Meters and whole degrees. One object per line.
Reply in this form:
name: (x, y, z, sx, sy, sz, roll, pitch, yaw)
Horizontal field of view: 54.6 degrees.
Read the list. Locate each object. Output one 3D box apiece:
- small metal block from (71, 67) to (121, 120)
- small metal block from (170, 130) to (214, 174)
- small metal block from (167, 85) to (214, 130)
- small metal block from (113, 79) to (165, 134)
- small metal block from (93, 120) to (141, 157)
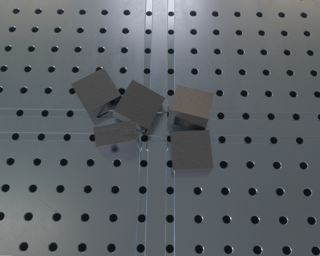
small metal block: (-0.086, -0.047, 0.429, 0.050, 0.025, 0.050, -30, 72, -10)
small metal block: (0.040, 0.031, 0.401, 0.050, 0.025, 0.050, -3, 70, -1)
small metal block: (0.041, -0.027, 0.413, 0.050, 0.025, 0.050, 14, 48, 5)
small metal block: (-0.028, -0.028, 0.417, 0.050, 0.025, 0.050, 29, 72, -3)
small metal block: (-0.053, 0.015, 0.393, 0.050, 0.050, 0.025, -11, 71, -4)
